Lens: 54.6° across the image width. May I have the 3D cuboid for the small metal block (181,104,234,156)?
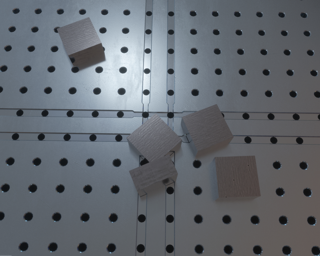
[{"bbox_3d":[0.061,0.003,0.411,0.050,0.025,0.050,-21,71,-8],"label":"small metal block"}]

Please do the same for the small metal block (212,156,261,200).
[{"bbox_3d":[0.094,0.063,0.389,0.050,0.025,0.050,-2,70,-1],"label":"small metal block"}]

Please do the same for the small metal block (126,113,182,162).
[{"bbox_3d":[-0.007,0.018,0.405,0.050,0.025,0.050,-41,75,-14],"label":"small metal block"}]

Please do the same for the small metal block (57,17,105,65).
[{"bbox_3d":[-0.117,-0.129,0.458,0.050,0.025,0.050,-24,72,-9],"label":"small metal block"}]

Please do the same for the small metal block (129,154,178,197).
[{"bbox_3d":[-0.007,0.059,0.377,0.050,0.050,0.025,-22,72,-8],"label":"small metal block"}]
